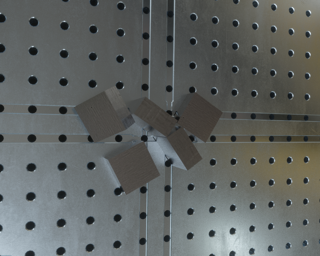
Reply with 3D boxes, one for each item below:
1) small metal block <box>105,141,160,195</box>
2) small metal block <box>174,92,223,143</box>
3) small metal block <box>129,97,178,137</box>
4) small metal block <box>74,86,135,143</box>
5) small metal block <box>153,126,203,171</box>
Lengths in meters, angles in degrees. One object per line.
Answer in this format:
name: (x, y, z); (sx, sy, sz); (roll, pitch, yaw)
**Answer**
small metal block: (-0.036, 0.050, 0.399); (0.050, 0.025, 0.050); (-28, 99, -18)
small metal block: (0.051, -0.014, 0.431); (0.050, 0.025, 0.050); (34, 79, -17)
small metal block: (-0.013, -0.013, 0.394); (0.050, 0.050, 0.025); (36, 78, -17)
small metal block: (-0.066, -0.016, 0.373); (0.050, 0.050, 0.025); (62, 29, -10)
small metal block: (0.022, 0.025, 0.407); (0.025, 0.050, 0.050); (-36, 102, -16)
